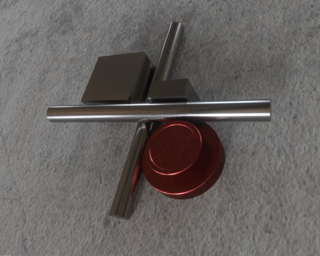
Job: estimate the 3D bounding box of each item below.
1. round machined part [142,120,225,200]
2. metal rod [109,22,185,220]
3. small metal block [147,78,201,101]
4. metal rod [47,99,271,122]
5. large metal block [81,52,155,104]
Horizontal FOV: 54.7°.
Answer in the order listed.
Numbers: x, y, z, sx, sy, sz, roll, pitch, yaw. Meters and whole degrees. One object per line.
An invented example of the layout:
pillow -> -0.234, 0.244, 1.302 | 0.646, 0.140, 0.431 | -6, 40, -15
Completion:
round machined part -> 0.022, 0.030, 0.362 | 0.098, 0.042, 0.098 | -13, 56, 20
metal rod -> -0.011, -0.026, 0.426 | 0.025, 0.025, 0.300 | 2, 62, 29
small metal block -> 0.019, -0.037, 0.401 | 0.050, 0.050, 0.025 | -1, 61, 27
metal rod -> -0.018, -0.020, 0.394 | 0.301, 0.025, 0.025 | 0, 62, 23
large metal block -> -0.057, -0.061, 0.454 | 0.080, 0.050, 0.080 | 1, 62, 28
